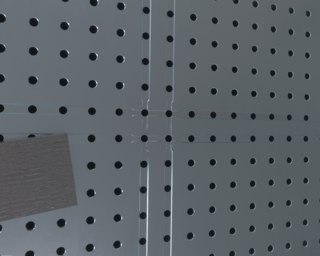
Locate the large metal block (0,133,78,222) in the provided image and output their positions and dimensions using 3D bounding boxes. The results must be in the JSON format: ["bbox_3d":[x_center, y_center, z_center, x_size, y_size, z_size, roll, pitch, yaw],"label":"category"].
[{"bbox_3d":[-0.141,0.050,0.347,0.081,0.050,0.080,-8,93,-20],"label":"large metal block"}]
